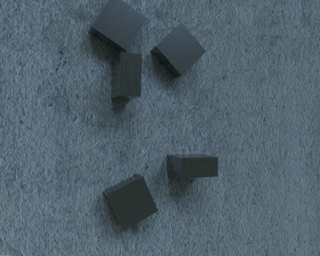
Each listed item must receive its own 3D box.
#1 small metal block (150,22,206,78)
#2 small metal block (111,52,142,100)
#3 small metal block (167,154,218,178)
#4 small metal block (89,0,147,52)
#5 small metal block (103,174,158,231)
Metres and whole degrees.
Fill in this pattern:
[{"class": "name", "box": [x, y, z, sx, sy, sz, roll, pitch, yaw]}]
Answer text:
[{"class": "small metal block", "box": [0.025, -0.104, 0.418, 0.050, 0.025, 0.050, -46, 105, -14]}, {"class": "small metal block", "box": [-0.042, -0.062, 0.380, 0.025, 0.050, 0.050, 2, 90, -20]}, {"class": "small metal block", "box": [0.042, 0.049, 0.411, 0.050, 0.050, 0.025, 1, 90, -20]}, {"class": "small metal block", "box": [-0.053, -0.129, 0.389, 0.050, 0.025, 0.050, 33, 79, -17]}, {"class": "small metal block", "box": [-0.038, 0.093, 0.395, 0.050, 0.025, 0.050, -25, 99, -18]}]
